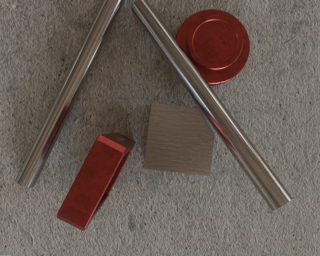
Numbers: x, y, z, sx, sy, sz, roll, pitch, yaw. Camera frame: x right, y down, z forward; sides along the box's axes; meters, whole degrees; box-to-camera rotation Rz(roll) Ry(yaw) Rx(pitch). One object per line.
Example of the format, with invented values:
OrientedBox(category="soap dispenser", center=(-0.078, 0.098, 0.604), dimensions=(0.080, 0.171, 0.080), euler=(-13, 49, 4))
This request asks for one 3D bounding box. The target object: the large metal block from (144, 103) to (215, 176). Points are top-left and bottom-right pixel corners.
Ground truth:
OrientedBox(category="large metal block", center=(0.025, 0.014, 0.398), dimensions=(0.081, 0.050, 0.079), euler=(7, 90, -1))

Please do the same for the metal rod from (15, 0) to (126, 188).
OrientedBox(category="metal rod", center=(-0.112, -0.062, 0.408), dimensions=(0.025, 0.025, 0.299), euler=(26, 90, -1))

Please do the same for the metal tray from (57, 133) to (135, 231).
OrientedBox(category="metal tray", center=(-0.066, 0.052, 0.357), dimensions=(0.030, 0.130, 0.090), euler=(27, 90, 0))

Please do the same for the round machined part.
OrientedBox(category="round machined part", center=(0.068, -0.106, 0.402), dimensions=(0.099, 0.042, 0.097), euler=(0, 90, -1))

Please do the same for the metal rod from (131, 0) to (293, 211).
OrientedBox(category="metal rod", center=(0.050, -0.041, 0.366), dimensions=(0.025, 0.025, 0.299), euler=(-33, 73, 0))
